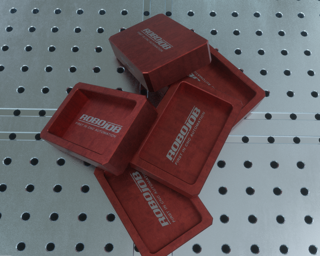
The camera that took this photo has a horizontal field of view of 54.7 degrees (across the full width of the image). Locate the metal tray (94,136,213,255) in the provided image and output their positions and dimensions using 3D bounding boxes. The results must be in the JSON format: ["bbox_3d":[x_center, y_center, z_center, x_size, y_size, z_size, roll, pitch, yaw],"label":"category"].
[{"bbox_3d":[-0.009,0.084,0.378,0.090,0.030,0.130,-31,73,-11],"label":"metal tray"}]

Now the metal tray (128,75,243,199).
[{"bbox_3d":[0.032,0.007,0.375,0.090,0.030,0.130,27,72,9],"label":"metal tray"}]

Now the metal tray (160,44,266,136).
[{"bbox_3d":[0.066,-0.056,0.430,0.090,0.030,0.130,-42,76,-14],"label":"metal tray"}]

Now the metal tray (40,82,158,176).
[{"bbox_3d":[-0.077,-0.005,0.377,0.130,0.030,0.090,16,67,37],"label":"metal tray"}]

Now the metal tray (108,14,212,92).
[{"bbox_3d":[-0.004,-0.106,0.416,0.090,0.030,0.130,-29,43,-11],"label":"metal tray"}]
